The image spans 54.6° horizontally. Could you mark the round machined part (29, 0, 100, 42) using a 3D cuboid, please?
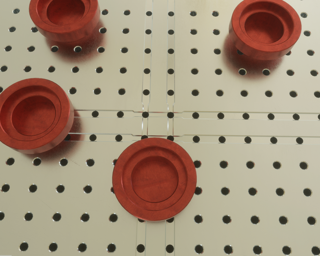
[{"bbox_3d":[-0.139,-0.169,0.464,0.099,0.042,0.098,0,70,0],"label":"round machined part"}]

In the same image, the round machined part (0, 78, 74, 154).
[{"bbox_3d":[-0.162,-0.013,0.407,0.099,0.042,0.098,0,70,0],"label":"round machined part"}]

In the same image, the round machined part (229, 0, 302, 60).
[{"bbox_3d":[0.150,-0.141,0.455,0.099,0.042,0.098,0,70,0],"label":"round machined part"}]

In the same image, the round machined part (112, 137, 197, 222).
[{"bbox_3d":[-0.006,0.064,0.379,0.099,0.042,0.098,0,70,0],"label":"round machined part"}]
